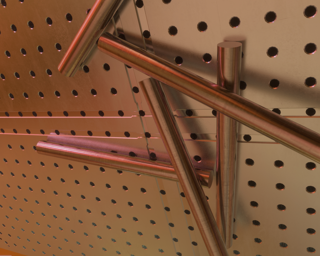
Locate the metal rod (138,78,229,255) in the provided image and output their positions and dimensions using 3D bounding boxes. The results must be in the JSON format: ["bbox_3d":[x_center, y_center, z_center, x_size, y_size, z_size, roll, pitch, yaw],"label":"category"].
[{"bbox_3d":[0.041,0.076,0.402,0.025,0.025,0.299,-15,103,34],"label":"metal rod"}]

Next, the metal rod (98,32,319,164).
[{"bbox_3d":[0.054,-0.035,0.328,0.300,0.025,0.025,30,129,20],"label":"metal rod"}]

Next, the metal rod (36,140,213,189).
[{"bbox_3d":[-0.068,0.051,0.476,0.301,0.025,0.025,7,122,24],"label":"metal rod"}]

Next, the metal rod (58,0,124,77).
[{"bbox_3d":[-0.042,-0.158,0.333,0.025,0.025,0.299,45,129,-4],"label":"metal rod"}]

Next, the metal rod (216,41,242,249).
[{"bbox_3d":[0.084,0.043,0.392,0.025,0.025,0.298,9,122,23],"label":"metal rod"}]
